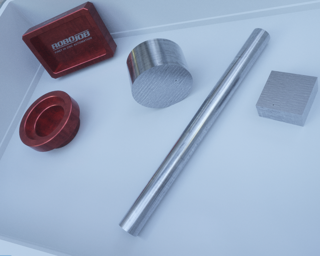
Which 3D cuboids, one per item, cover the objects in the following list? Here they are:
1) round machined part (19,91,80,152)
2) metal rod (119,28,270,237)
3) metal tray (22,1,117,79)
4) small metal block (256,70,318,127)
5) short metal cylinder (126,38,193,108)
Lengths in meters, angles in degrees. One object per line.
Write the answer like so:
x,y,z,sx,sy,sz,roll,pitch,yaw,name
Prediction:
-0.166,-0.007,0.483,0.098,0.042,0.098,-13,56,20,round machined part
0.049,-0.003,0.381,0.025,0.025,0.300,27,76,37,metal rod
-0.152,-0.145,0.527,0.130,0.090,0.030,-16,38,18,metal tray
0.144,-0.034,0.351,0.050,0.025,0.050,17,71,34,small metal block
-0.001,-0.071,0.414,0.080,0.080,0.050,-24,53,13,short metal cylinder
